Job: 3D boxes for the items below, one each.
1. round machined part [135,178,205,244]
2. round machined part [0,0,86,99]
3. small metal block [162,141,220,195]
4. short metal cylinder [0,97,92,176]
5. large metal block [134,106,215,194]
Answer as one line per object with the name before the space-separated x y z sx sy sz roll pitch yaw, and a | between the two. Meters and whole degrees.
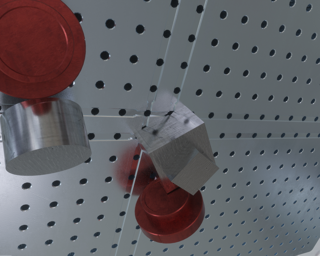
round machined part | 0.011 0.107 0.436 0.099 0.098 0.042 -27 129 -12
round machined part | -0.114 -0.074 0.273 0.099 0.042 0.097 -5 101 -26
small metal block | 0.040 0.053 0.401 0.050 0.025 0.050 -48 129 5
short metal cylinder | -0.115 0.011 0.315 0.081 0.050 0.080 -16 160 -6
large metal block | 0.022 0.030 0.425 0.080 0.050 0.080 -29 128 -10
